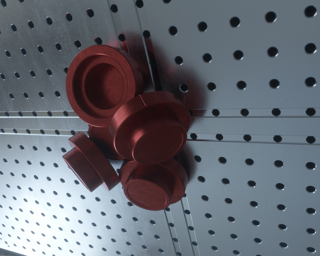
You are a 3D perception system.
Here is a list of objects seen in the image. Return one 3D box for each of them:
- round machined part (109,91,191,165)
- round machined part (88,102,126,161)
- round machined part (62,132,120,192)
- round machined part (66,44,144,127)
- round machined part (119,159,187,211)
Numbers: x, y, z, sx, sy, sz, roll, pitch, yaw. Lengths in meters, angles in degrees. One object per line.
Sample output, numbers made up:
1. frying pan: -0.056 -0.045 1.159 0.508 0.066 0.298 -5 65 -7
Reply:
1. round machined part: -0.007 0.007 0.369 0.042 0.099 0.097 61 141 39
2. round machined part: -0.060 0.007 0.433 0.098 0.042 0.097 13 124 20
3. round machined part: -0.107 0.056 0.458 0.098 0.042 0.098 43 159 22
4. round machined part: -0.064 -0.052 0.386 0.098 0.042 0.097 3 99 22
5. round machined part: -0.013 0.080 0.439 0.098 0.042 0.097 10 133 11
